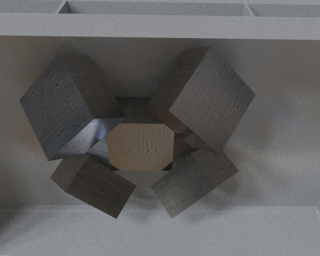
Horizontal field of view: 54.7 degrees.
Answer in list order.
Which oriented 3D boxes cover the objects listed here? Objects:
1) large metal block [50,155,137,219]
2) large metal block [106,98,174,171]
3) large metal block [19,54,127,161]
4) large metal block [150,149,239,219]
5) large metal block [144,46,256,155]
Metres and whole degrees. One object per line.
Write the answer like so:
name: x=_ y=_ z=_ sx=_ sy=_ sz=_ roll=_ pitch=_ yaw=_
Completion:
large metal block: x=-0.093 y=0.074 z=0.425 sx=0.080 sy=0.050 sz=0.080 roll=38 pitch=165 yaw=-28
large metal block: x=-0.024 y=0.009 z=0.397 sx=0.081 sy=0.050 sz=0.079 roll=0 pitch=130 yaw=-1
large metal block: x=-0.097 y=-0.021 z=0.341 sx=0.080 sy=0.080 sz=0.050 roll=-38 pitch=164 yaw=27
large metal block: x=0.048 y=0.069 z=0.421 sx=0.080 sy=0.050 sz=0.081 roll=-44 pitch=163 yaw=30
large metal block: x=0.045 y=-0.030 z=0.338 sx=0.080 sy=0.050 sz=0.080 roll=39 pitch=76 yaw=-28
